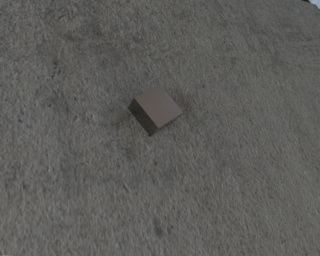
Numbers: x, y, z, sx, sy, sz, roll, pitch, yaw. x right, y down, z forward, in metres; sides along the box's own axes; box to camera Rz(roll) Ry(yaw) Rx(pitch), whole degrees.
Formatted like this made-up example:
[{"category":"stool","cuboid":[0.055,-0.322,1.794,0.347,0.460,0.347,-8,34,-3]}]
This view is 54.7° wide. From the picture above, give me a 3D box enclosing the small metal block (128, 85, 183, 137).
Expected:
[{"category":"small metal block","cuboid":[-0.006,-0.024,0.417,0.050,0.025,0.050,-32,80,-38]}]
